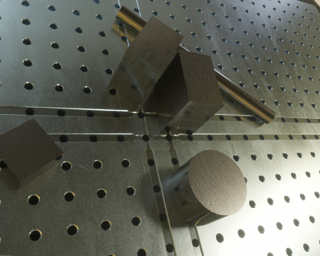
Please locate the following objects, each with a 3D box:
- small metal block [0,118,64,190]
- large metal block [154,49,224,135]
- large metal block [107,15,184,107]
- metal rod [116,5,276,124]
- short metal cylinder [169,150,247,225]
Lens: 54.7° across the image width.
[{"bbox_3d":[-0.138,0.026,0.319,0.050,0.025,0.050,48,51,5],"label":"small metal block"},{"bbox_3d":[0.035,-0.046,0.421,0.050,0.080,0.080,6,59,-26],"label":"large metal block"},{"bbox_3d":[-0.020,-0.089,0.418,0.050,0.080,0.080,32,51,-8],"label":"large metal block"},{"bbox_3d":[0.062,-0.100,0.504,0.301,0.025,0.025,34,51,-7],"label":"metal rod"},{"bbox_3d":[0.058,0.073,0.380,0.081,0.050,0.080,14,56,-21],"label":"short metal cylinder"}]
